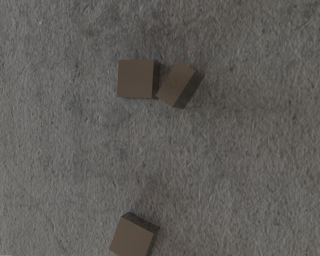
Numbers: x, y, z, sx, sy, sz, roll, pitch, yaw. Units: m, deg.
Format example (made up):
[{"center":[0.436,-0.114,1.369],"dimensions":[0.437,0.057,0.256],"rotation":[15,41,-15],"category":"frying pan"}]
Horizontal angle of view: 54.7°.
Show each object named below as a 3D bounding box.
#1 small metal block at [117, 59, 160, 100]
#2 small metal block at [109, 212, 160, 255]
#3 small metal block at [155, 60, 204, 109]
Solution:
[{"center":[-0.029,-0.065,0.418],"dimensions":[0.050,0.025,0.050],"rotation":[4,91,19],"category":"small metal block"},{"center":[-0.034,0.150,0.420],"dimensions":[0.050,0.025,0.050],"rotation":[22,97,18],"category":"small metal block"},{"center":[0.026,-0.052,0.386],"dimensions":[0.025,0.050,0.050],"rotation":[36,101,16],"category":"small metal block"}]
